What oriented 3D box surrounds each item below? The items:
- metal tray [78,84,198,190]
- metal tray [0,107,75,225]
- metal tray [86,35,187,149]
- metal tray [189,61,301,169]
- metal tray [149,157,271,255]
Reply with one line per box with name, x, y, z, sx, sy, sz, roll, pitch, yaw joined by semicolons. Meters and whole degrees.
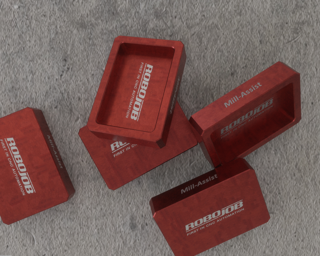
metal tray;-0.027;0.011;0.407;0.130;0.030;0.090;-29;90;0
metal tray;-0.180;0.048;0.406;0.090;0.030;0.129;-22;90;0
metal tray;-0.025;-0.047;0.377;0.090;0.030;0.130;9;72;14
metal tray;0.108;-0.010;0.377;0.130;0.090;0.030;-32;46;-3
metal tray;0.064;0.104;0.390;0.131;0.030;0.090;-25;115;0
